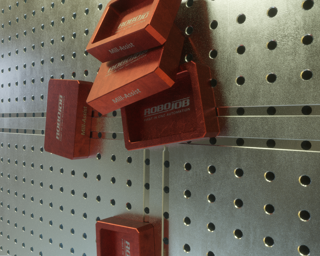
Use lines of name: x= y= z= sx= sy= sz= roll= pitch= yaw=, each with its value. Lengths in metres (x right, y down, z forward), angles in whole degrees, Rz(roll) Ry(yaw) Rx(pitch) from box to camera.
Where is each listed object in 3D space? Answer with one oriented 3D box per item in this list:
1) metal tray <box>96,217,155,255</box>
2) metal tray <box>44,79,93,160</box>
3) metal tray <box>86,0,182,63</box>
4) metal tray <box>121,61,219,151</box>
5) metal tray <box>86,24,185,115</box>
metal tray: x=-0.050 y=0.200 z=0.444 sx=0.090 sy=0.030 sz=0.129 roll=-5 pitch=87 yaw=39
metal tray: x=-0.159 y=-0.017 z=0.534 sx=0.090 sy=0.030 sz=0.129 roll=9 pitch=96 yaw=39
metal tray: x=-0.034 y=-0.139 z=0.398 sx=0.130 sy=0.030 sz=0.090 roll=-2 pitch=62 yaw=46
metal tray: x=0.006 y=-0.023 z=0.399 sx=0.130 sy=0.030 sz=0.089 roll=-13 pitch=82 yaw=39
metal tray: x=-0.033 y=-0.076 z=0.402 sx=0.130 sy=0.030 sz=0.090 roll=-18 pitch=46 yaw=38
